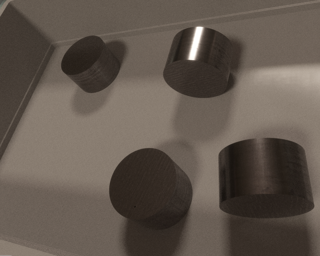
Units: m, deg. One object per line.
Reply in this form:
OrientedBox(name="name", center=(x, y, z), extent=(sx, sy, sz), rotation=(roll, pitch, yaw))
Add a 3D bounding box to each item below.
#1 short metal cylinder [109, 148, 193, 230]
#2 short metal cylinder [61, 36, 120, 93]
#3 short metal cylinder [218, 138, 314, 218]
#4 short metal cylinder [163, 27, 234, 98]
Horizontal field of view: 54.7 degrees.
OrientedBox(name="short metal cylinder", center=(-0.010, 0.069, 0.351), extent=(0.080, 0.050, 0.080), rotation=(-13, 56, 20))
OrientedBox(name="short metal cylinder", center=(-0.114, -0.105, 0.512), extent=(0.080, 0.050, 0.080), rotation=(-13, 56, 20))
OrientedBox(name="short metal cylinder", center=(0.096, 0.050, 0.289), extent=(0.080, 0.080, 0.050), rotation=(-9, 58, 23))
OrientedBox(name="short metal cylinder", center=(0.049, -0.081, 0.393), extent=(0.080, 0.080, 0.050), rotation=(2, 63, 28))
